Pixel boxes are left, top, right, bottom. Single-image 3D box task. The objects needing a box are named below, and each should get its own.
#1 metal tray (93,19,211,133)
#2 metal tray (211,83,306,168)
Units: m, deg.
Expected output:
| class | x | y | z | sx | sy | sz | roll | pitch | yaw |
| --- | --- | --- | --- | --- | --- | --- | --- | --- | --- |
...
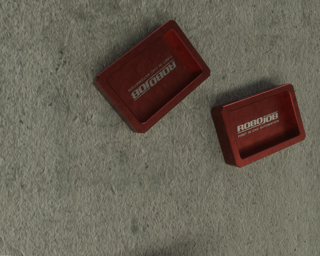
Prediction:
| class | x | y | z | sx | sy | sz | roll | pitch | yaw |
| --- | --- | --- | --- | --- | --- | --- | --- | --- | --- |
| metal tray | -0.008 | -0.066 | 0.402 | 0.130 | 0.030 | 0.090 | -42 | 103 | -15 |
| metal tray | 0.148 | -0.006 | 0.460 | 0.131 | 0.030 | 0.090 | -19 | 97 | -19 |
